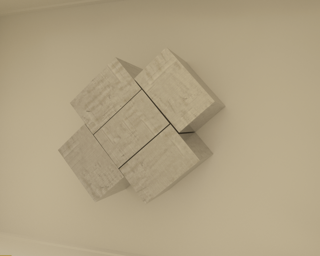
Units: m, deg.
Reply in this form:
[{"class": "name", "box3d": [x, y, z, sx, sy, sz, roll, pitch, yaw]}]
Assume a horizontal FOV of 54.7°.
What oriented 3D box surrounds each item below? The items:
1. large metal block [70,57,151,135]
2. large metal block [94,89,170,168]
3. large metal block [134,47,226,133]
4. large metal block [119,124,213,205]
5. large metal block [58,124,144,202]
[{"class": "large metal block", "box3d": [-0.051, -0.037, 0.397, 0.080, 0.080, 0.050, -42, 77, 15]}, {"class": "large metal block", "box3d": [-0.020, 0.001, 0.387, 0.080, 0.080, 0.050, -42, 77, 15]}, {"class": "large metal block", "box3d": [0.027, -0.042, 0.370, 0.050, 0.080, 0.080, -42, 77, 15]}, {"class": "large metal block", "box3d": [0.011, 0.040, 0.376, 0.080, 0.080, 0.050, -42, 77, 15]}, {"class": "large metal block", "box3d": [-0.070, 0.041, 0.404, 0.050, 0.080, 0.080, -42, 77, 15]}]
